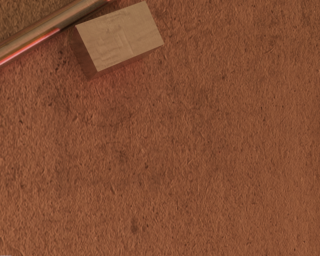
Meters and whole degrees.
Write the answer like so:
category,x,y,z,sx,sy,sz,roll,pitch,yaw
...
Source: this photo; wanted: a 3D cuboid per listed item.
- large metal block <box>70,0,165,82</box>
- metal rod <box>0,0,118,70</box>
category,x,y,z,sx,sy,sz,roll,pitch,yaw
large metal block,-0.053,-0.097,0.360,0.081,0.080,0.050,-27,99,-18
metal rod,-0.091,-0.147,0.375,0.301,0.025,0.025,-38,102,-16
